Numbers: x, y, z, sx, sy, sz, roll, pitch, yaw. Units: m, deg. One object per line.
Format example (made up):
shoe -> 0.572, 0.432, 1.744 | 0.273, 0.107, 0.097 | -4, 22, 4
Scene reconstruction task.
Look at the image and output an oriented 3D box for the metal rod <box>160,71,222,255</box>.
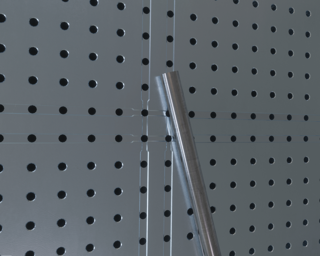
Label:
metal rod -> 0.047, 0.071, 0.429 | 0.025, 0.025, 0.299 | -15, 95, -19
